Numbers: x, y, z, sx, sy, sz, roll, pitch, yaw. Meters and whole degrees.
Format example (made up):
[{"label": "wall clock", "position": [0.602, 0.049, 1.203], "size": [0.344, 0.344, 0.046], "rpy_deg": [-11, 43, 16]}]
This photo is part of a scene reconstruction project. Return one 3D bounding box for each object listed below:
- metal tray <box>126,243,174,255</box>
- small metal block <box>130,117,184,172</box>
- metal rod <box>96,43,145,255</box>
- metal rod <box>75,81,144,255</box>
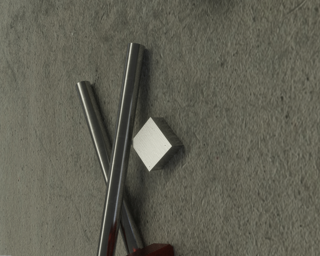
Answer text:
[{"label": "metal tray", "position": [-0.014, 0.217, 0.371], "size": [0.030, 0.091, 0.129], "rpy_deg": [-15, 81, 39]}, {"label": "small metal block", "position": [-0.005, 0.021, 0.407], "size": [0.050, 0.025, 0.050], "rpy_deg": [-51, 61, 27]}, {"label": "metal rod", "position": [-0.054, 0.033, 0.426], "size": [0.025, 0.025, 0.298], "rpy_deg": [7, 88, 39]}, {"label": "metal rod", "position": [-0.075, 0.064, 0.463], "size": [0.025, 0.025, 0.299], "rpy_deg": [-33, 70, 35]}]
